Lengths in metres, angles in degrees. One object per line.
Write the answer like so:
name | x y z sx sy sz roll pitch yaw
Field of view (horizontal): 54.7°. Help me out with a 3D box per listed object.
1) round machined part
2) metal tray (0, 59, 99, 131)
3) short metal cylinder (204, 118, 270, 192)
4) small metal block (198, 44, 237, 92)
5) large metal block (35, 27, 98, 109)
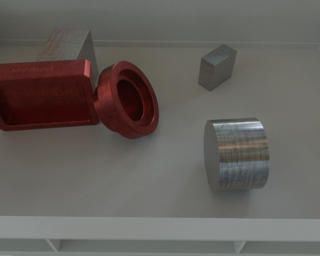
round machined part | -0.046 -0.032 0.396 0.042 0.098 0.098 -19 43 29
metal tray | -0.149 -0.039 0.393 0.131 0.089 0.030 -4 50 -4
short metal cylinder | 0.082 0.029 0.346 0.050 0.080 0.080 -3 50 -3
small metal block | 0.086 -0.091 0.466 0.050 0.050 0.025 -35 59 -26
large metal block | -0.127 -0.084 0.438 0.050 0.080 0.080 5 50 4
